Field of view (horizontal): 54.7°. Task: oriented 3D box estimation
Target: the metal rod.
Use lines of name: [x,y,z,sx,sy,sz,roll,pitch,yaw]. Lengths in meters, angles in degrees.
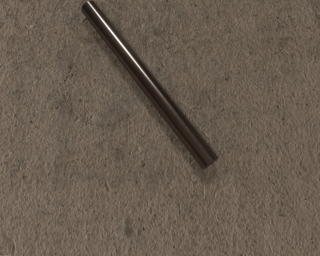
metal rod: [-0.022,-0.070,0.433,0.025,0.025,0.299,-34,74,-12]
